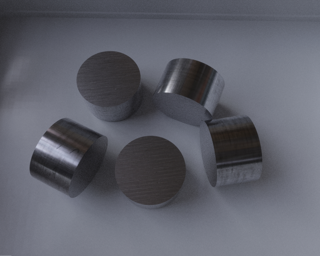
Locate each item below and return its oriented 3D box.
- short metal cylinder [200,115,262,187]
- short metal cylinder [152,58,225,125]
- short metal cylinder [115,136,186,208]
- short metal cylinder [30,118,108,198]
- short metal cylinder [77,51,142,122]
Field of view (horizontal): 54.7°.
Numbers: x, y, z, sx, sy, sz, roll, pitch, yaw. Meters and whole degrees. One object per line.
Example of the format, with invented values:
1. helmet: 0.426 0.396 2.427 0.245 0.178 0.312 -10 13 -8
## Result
1. short metal cylinder: 0.081 0.027 0.370 0.050 0.080 0.080 -8 70 -3
2. short metal cylinder: 0.036 -0.044 0.397 0.080 0.080 0.050 20 71 7
3. short metal cylinder: -0.011 0.055 0.374 0.081 0.050 0.080 0 70 0
4. short metal cylinder: -0.104 0.034 0.364 0.050 0.080 0.080 26 72 9
5. short metal cylinder: -0.065 -0.055 0.414 0.081 0.050 0.080 0 70 0
